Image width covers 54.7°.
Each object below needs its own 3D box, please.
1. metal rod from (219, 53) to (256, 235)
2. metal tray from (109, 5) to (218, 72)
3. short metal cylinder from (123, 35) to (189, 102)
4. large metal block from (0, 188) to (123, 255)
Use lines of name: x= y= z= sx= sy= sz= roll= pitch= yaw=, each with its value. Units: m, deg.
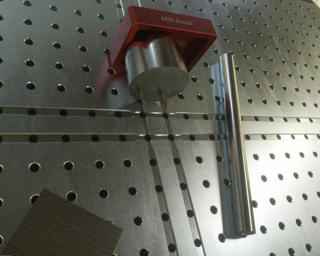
metal rod: x=0.112 y=0.004 z=0.465 sx=0.025 sy=0.025 sz=0.300 roll=15 pitch=55 yaw=-20
metal tray: x=0.004 y=-0.120 z=0.441 sx=0.131 sy=0.090 sz=0.030 roll=-1 pitch=63 yaw=-29
short metal cylinder: x=-0.006 y=-0.078 z=0.417 sx=0.081 sy=0.080 sz=0.050 roll=2 pitch=61 yaw=-27
large metal block: x=-0.091 y=0.113 z=0.274 sx=0.080 sy=0.050 sz=0.080 roll=31 pitch=52 yaw=-9
